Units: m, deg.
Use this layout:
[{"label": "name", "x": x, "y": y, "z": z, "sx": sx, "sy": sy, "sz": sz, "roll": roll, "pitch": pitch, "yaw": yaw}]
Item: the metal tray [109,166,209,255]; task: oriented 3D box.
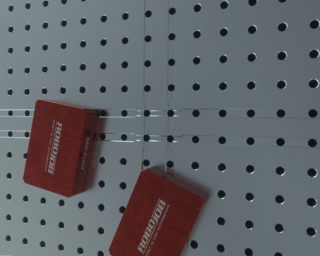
[{"label": "metal tray", "x": -0.003, "y": 0.128, "z": 0.412, "sx": 0.090, "sy": 0.030, "sz": 0.129, "roll": 25, "pitch": 98, "yaw": 18}]

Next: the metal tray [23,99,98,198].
[{"label": "metal tray", "x": -0.150, "y": 0.028, "z": 0.464, "sx": 0.090, "sy": 0.030, "sz": 0.129, "roll": 12, "pitch": 94, "yaw": 19}]
